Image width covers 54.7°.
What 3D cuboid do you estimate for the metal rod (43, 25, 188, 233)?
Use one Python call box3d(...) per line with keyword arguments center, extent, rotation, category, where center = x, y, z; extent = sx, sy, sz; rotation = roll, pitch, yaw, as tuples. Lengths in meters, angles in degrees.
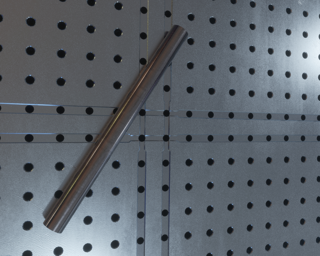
box3d(center=(-0.050, -0.007, 0.395), extent=(0.025, 0.025, 0.300), rotation=(35, 78, -17), category="metal rod")
